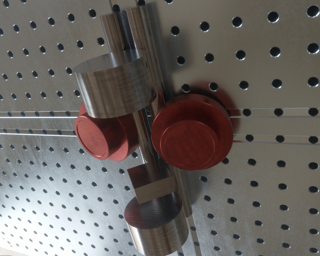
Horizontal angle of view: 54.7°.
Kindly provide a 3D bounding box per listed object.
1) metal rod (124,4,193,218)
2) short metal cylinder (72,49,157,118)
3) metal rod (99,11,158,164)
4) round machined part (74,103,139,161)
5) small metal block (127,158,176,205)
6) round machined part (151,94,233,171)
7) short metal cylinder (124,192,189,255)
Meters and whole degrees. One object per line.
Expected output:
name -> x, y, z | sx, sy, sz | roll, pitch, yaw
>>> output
metal rod -> 0.005, -0.003, 0.406 | 0.025, 0.025, 0.298 | 1, 119, 28
short metal cylinder -> -0.048, -0.051, 0.341 | 0.080, 0.080, 0.050 | 1, 119, 28
metal rod -> -0.026, -0.002, 0.423 | 0.025, 0.025, 0.298 | 1, 119, 28
round machined part -> -0.080, 0.005, 0.430 | 0.098, 0.042, 0.097 | 24, 132, 30
small metal block -> -0.013, 0.070, 0.415 | 0.050, 0.050, 0.025 | -17, 116, -10
round machined part -> 0.037, 0.012, 0.371 | 0.098, 0.042, 0.097 | 4, 118, 9
short metal cylinder -> -0.004, 0.129, 0.430 | 0.080, 0.080, 0.050 | 1, 119, 28
